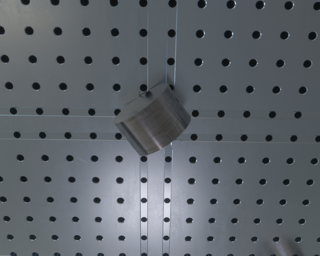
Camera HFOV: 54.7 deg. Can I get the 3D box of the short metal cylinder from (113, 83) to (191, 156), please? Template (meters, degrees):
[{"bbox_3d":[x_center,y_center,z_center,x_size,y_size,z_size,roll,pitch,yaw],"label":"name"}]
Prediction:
[{"bbox_3d":[-0.010,-0.011,0.380,0.080,0.080,0.050,-33,107,11],"label":"short metal cylinder"}]
